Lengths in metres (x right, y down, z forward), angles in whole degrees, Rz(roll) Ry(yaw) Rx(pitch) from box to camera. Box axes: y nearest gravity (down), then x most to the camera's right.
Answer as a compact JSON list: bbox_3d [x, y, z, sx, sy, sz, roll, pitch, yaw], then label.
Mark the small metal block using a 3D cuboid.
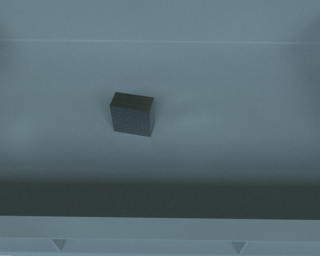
[{"bbox_3d":[-0.034,-0.017,0.403,0.050,0.050,0.025,9,51,7],"label":"small metal block"}]
